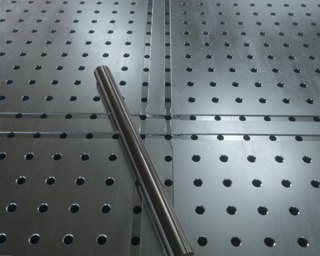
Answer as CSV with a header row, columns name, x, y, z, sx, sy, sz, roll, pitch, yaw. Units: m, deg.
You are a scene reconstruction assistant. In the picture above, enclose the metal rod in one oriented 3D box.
name,x,y,z,sx,sy,sz,roll,pitch,yaw
metal rod,-0.034,0.020,0.390,0.025,0.025,0.300,-17,52,-14
